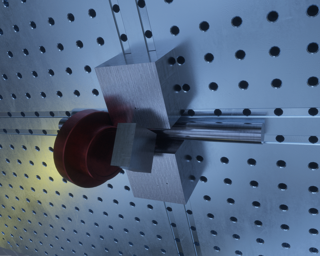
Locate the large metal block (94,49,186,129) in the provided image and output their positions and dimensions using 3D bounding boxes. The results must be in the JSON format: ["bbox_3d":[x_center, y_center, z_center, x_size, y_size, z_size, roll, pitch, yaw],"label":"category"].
[{"bbox_3d":[-0.022,-0.046,0.378,0.080,0.050,0.080,1,119,28],"label":"large metal block"}]

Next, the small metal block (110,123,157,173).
[{"bbox_3d":[-0.030,0.025,0.369,0.025,0.050,0.050,1,75,28],"label":"small metal block"}]

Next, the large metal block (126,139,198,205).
[{"bbox_3d":[0.001,0.053,0.428,0.080,0.050,0.080,1,119,27],"label":"large metal block"}]

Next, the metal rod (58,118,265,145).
[{"bbox_3d":[-0.017,0.001,0.421,0.300,0.025,0.025,2,120,27],"label":"metal rod"}]

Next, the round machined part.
[{"bbox_3d":[-0.077,0.028,0.384,0.042,0.099,0.097,13,125,38],"label":"round machined part"}]
